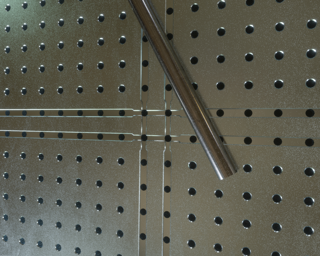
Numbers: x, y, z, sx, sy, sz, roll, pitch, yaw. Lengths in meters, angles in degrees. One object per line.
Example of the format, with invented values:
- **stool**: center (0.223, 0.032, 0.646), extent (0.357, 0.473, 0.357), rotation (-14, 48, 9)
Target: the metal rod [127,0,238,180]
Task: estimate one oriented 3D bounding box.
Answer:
- **metal rod**: center (0.019, -0.073, 0.405), extent (0.025, 0.025, 0.299), rotation (-29, 81, 17)
